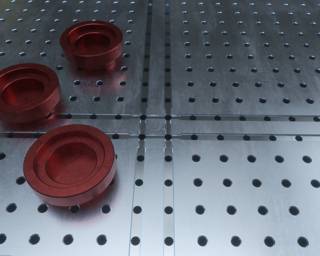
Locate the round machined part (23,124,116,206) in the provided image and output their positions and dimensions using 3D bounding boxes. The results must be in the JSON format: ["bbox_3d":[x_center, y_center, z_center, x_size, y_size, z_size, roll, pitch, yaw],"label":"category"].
[{"bbox_3d":[-0.100,0.045,0.357,0.099,0.042,0.098,0,50,0],"label":"round machined part"}]

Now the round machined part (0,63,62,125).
[{"bbox_3d":[-0.187,-0.043,0.431,0.099,0.042,0.098,0,50,0],"label":"round machined part"}]

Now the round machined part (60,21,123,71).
[{"bbox_3d":[-0.108,-0.130,0.505,0.099,0.042,0.098,0,50,0],"label":"round machined part"}]
